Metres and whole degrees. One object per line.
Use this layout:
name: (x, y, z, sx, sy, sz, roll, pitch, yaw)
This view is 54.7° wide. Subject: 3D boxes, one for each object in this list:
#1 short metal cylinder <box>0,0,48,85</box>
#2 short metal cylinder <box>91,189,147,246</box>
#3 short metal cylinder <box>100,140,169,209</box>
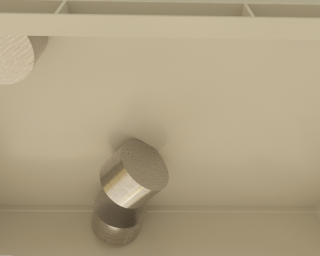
short metal cylinder: (-0.161, -0.091, 0.313, 0.081, 0.050, 0.079, 0, 130, 0)
short metal cylinder: (-0.065, 0.135, 0.488, 0.081, 0.080, 0.050, 11, 129, -9)
short metal cylinder: (-0.035, 0.063, 0.426, 0.080, 0.080, 0.050, 32, 123, -24)
